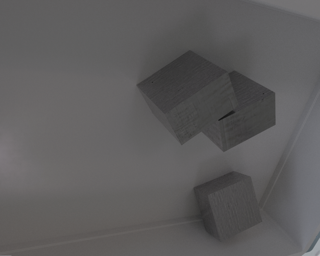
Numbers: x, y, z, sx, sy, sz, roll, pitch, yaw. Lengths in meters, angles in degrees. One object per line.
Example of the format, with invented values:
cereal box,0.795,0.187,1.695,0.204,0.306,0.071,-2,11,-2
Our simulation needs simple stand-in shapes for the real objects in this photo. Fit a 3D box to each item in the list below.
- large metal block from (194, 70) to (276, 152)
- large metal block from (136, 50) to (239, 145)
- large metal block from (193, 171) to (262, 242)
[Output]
large metal block,0.092,-0.025,0.407,0.080,0.080,0.050,-26,128,-12
large metal block,0.031,-0.039,0.366,0.080,0.080,0.050,-34,129,-6
large metal block,0.112,0.126,0.511,0.081,0.050,0.080,-19,99,-18
